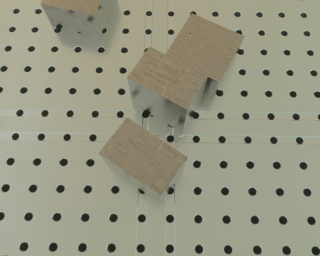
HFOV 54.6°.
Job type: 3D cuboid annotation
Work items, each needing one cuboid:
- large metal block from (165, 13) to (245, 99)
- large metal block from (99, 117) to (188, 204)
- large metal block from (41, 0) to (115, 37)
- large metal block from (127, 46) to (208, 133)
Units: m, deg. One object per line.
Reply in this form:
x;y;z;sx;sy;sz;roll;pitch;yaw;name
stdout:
0.060;-0.100;0.436;0.080;0.050;0.080;27;72;9;large metal block
-0.018;0.042;0.367;0.080;0.080;0.050;33;74;11;large metal block
-0.119;-0.193;0.469;0.080;0.050;0.080;13;71;5;large metal block
0.009;-0.046;0.400;0.080;0.080;0.050;29;73;10;large metal block
